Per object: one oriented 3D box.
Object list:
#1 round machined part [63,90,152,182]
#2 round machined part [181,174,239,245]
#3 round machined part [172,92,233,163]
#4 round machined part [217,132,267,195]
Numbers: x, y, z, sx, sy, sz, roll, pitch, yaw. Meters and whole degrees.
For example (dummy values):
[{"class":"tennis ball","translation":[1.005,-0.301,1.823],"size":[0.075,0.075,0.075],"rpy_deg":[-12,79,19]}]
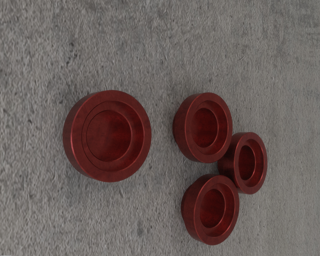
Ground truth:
[{"class":"round machined part","translation":[-0.061,0.008,0.343],"size":[0.099,0.042,0.097],"rpy_deg":[0,90,-40]},{"class":"round machined part","translation":[0.069,0.115,0.452],"size":[0.099,0.042,0.097],"rpy_deg":[0,91,-40]},{"class":"round machined part","translation":[0.056,0.000,0.441],"size":[0.099,0.042,0.097],"rpy_deg":[0,90,-40]},{"class":"round machined part","translation":[0.130,0.056,0.499],"size":[0.099,0.042,0.097],"rpy_deg":[3,86,-43]}]
